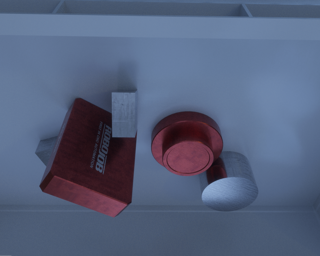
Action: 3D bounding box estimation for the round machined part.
[{"bbox_3d":[0.037,0.028,0.423,0.099,0.042,0.097,-1,130,0],"label":"round machined part"}]

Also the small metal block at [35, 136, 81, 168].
[{"bbox_3d":[-0.138,0.038,0.439,0.050,0.025,0.050,-14,129,11],"label":"small metal block"}]

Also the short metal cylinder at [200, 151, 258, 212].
[{"bbox_3d":[0.100,0.080,0.463,0.081,0.050,0.079,0,130,0],"label":"short metal cylinder"}]

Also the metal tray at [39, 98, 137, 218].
[{"bbox_3d":[-0.076,0.030,0.364,0.090,0.130,0.030,28,125,-22],"label":"metal tray"}]

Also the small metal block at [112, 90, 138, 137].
[{"bbox_3d":[-0.041,-0.019,0.364,0.025,0.050,0.050,1,101,-1],"label":"small metal block"}]
